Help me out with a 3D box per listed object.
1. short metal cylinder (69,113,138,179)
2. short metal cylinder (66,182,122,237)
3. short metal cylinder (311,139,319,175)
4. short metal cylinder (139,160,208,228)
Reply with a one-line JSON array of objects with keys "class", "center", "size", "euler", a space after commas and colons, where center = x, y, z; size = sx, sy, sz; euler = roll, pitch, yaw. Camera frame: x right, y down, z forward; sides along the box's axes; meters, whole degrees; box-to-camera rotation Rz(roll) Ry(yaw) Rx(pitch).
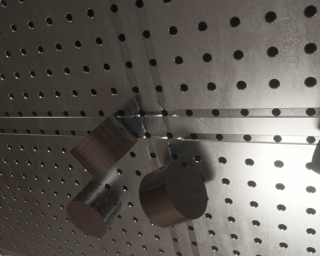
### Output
[{"class": "short metal cylinder", "center": [-0.077, 0.024, 0.430], "size": [0.050, 0.080, 0.080], "euler": [48, 129, -6]}, {"class": "short metal cylinder", "center": [-0.114, 0.142, 0.541], "size": [0.080, 0.050, 0.079], "euler": [13, 124, 20]}, {"class": "short metal cylinder", "center": [0.188, 0.019, 0.289], "size": [0.050, 0.080, 0.079], "euler": [30, 128, 9]}, {"class": "short metal cylinder", "center": [0.019, 0.089, 0.420], "size": [0.050, 0.080, 0.080], "euler": [-32, 101, 38]}]
